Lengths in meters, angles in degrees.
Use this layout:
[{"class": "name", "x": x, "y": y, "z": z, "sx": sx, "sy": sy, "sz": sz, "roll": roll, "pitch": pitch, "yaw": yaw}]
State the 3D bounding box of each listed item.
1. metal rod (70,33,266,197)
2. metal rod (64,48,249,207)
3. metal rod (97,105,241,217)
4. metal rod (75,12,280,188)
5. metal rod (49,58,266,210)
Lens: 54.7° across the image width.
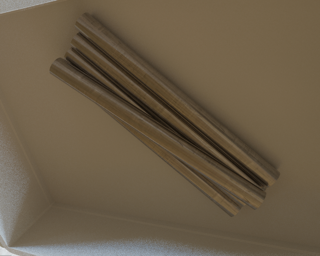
[{"class": "metal rod", "x": 0.011, "y": -0.017, "z": 0.391, "sx": 0.300, "sy": 0.025, "sz": 0.025, "roll": 40, "pitch": 129, "yaw": 1}, {"class": "metal rod", "x": -0.002, "y": -0.003, "z": 0.407, "sx": 0.300, "sy": 0.025, "sz": 0.025, "roll": 40, "pitch": 129, "yaw": 1}, {"class": "metal rod", "x": -0.012, "y": 0.015, "z": 0.422, "sx": 0.300, "sy": 0.025, "sz": 0.025, "roll": 40, "pitch": 129, "yaw": 1}, {"class": "metal rod", "x": 0.020, "y": -0.034, "z": 0.375, "sx": 0.300, "sy": 0.025, "sz": 0.025, "roll": 40, "pitch": 129, "yaw": 1}, {"class": "metal rod", "x": -0.007, "y": 0.003, "z": 0.380, "sx": 0.301, "sy": 0.025, "sz": 0.025, "roll": 33, "pitch": 129, "yaw": 6}]
